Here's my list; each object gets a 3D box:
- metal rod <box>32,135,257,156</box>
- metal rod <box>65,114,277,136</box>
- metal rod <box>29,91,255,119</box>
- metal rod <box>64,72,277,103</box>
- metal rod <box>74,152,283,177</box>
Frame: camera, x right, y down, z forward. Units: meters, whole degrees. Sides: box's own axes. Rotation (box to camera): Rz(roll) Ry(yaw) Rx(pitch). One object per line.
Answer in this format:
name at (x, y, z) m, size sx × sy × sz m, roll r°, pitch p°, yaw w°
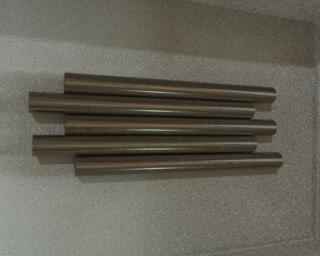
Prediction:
metal rod at (-0.004, 0.022, 0.408) m, size 0.303 × 0.025 × 0.025 m, roll 1°, pitch 90°, yaw -21°
metal rod at (0.029, -0.002, 0.421) m, size 0.303 × 0.025 × 0.025 m, roll 1°, pitch 90°, yaw -21°
metal rod at (-0.008, -0.028, 0.407) m, size 0.303 × 0.025 × 0.025 m, roll 1°, pitch 90°, yaw -21°
metal rod at (0.028, -0.052, 0.420) m, size 0.303 × 0.025 × 0.025 m, roll 1°, pitch 90°, yaw -21°
metal rod at (0.040, 0.048, 0.425) m, size 0.303 × 0.025 × 0.025 m, roll 1°, pitch 90°, yaw -21°
